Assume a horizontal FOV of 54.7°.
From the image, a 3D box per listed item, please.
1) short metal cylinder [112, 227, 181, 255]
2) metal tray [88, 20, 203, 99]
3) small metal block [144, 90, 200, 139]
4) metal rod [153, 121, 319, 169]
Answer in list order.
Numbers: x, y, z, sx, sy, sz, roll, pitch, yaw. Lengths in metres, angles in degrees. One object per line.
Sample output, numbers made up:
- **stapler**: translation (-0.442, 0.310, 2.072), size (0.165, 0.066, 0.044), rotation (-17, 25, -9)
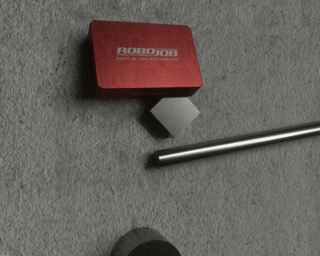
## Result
- **short metal cylinder**: translation (-0.017, 0.173, 0.390), size (0.081, 0.050, 0.080), rotation (0, 90, -20)
- **metal tray**: translation (-0.019, -0.084, 0.385), size (0.131, 0.030, 0.090), rotation (-4, 73, -20)
- **small metal block**: translation (0.016, -0.021, 0.415), size (0.050, 0.025, 0.050), rotation (-46, 105, -14)
- **metal rod**: translation (0.136, 0.020, 0.459), size (0.302, 0.025, 0.025), rotation (-9, 93, -20)
